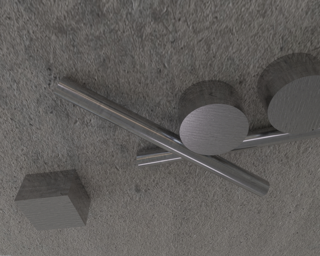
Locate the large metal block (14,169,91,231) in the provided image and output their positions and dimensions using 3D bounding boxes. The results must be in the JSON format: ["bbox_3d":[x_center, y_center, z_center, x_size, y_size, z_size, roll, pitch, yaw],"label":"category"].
[{"bbox_3d":[-0.164,0.114,0.486,0.080,0.050,0.080,-7,130,6],"label":"large metal block"}]

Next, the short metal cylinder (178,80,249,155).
[{"bbox_3d":[0.063,-0.012,0.381,0.081,0.050,0.079,0,130,0],"label":"short metal cylinder"}]

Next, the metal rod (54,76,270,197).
[{"bbox_3d":[0.013,0.017,0.396,0.301,0.025,0.025,27,125,-13],"label":"metal rod"}]

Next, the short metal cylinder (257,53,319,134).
[{"bbox_3d":[0.159,-0.039,0.359,0.081,0.050,0.079,0,130,0],"label":"short metal cylinder"}]

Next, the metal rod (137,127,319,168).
[{"bbox_3d":[0.116,0.017,0.422,0.301,0.025,0.025,-11,129,9],"label":"metal rod"}]
